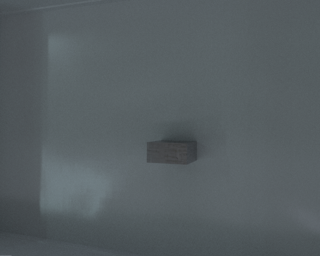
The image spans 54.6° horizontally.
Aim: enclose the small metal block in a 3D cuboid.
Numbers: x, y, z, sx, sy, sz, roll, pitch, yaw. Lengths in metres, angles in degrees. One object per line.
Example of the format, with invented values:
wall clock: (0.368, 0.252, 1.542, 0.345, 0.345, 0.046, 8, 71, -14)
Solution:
small metal block: (0.016, 0.030, 0.392, 0.050, 0.050, 0.025, 1, 91, 20)
